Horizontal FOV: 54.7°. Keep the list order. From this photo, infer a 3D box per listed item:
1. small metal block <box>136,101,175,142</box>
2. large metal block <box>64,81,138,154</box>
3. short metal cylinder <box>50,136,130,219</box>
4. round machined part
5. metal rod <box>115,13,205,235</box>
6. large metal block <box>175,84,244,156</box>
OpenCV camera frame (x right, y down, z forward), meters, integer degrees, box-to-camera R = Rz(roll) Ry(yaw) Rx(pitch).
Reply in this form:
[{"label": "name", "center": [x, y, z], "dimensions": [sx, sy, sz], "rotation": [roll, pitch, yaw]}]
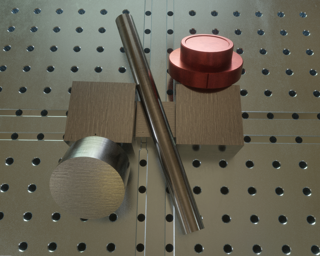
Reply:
[{"label": "small metal block", "center": [-0.006, -0.008, 0.415], "dimensions": [0.050, 0.025, 0.050], "rotation": [1, 70, 0]}, {"label": "large metal block", "center": [-0.072, -0.013, 0.403], "dimensions": [0.081, 0.050, 0.080], "rotation": [2, 70, 0]}, {"label": "short metal cylinder", "center": [-0.077, 0.056, 0.355], "dimensions": [0.080, 0.050, 0.079], "rotation": [0, 113, 1]}, {"label": "round machined part", "center": [0.061, -0.094, 0.411], "dimensions": [0.099, 0.042, 0.098], "rotation": [1, 35, 0]}, {"label": "metal rod", "center": [-0.007, -0.020, 0.391], "dimensions": [0.025, 0.025, 0.299], "rotation": [-16, 71, -6]}, {"label": "large metal block", "center": [0.060, -0.009, 0.403], "dimensions": [0.081, 0.050, 0.080], "rotation": [1, 70, 0]}]
